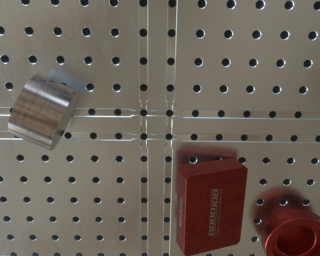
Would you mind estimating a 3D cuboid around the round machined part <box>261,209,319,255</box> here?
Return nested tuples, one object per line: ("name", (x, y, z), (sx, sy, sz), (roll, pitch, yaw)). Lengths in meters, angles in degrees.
("round machined part", (0.201, 0.163, 0.466), (0.099, 0.042, 0.097), (0, 110, 0))

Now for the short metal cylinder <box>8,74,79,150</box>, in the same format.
("short metal cylinder", (-0.139, -0.019, 0.376), (0.050, 0.080, 0.080), (24, 108, -9))

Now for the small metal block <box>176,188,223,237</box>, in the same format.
("small metal block", (0.058, 0.125, 0.460), (0.050, 0.025, 0.050), (-29, 108, 10))

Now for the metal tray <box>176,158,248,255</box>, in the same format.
("metal tray", (0.071, 0.111, 0.438), (0.091, 0.030, 0.129), (-6, 111, -17))
